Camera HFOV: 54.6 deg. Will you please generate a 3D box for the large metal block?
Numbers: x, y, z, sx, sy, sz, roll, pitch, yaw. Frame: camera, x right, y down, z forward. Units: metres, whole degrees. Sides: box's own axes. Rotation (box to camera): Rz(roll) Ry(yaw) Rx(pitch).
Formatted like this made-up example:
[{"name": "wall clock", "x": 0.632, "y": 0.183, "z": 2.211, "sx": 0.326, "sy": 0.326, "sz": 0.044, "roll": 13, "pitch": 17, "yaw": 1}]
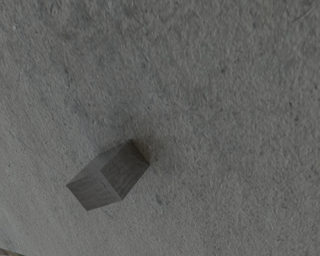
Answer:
[{"name": "large metal block", "x": -0.075, "y": 0.069, "z": 0.454, "sx": 0.080, "sy": 0.080, "sz": 0.050, "roll": -25, "pitch": 105, "yaw": 37}]
